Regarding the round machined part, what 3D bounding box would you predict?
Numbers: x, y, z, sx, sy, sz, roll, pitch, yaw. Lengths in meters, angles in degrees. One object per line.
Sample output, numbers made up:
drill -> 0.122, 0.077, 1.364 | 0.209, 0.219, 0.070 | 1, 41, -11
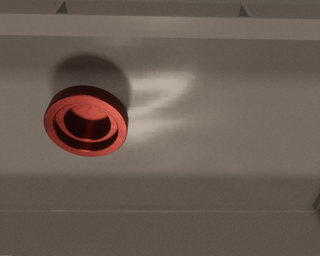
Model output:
round machined part -> -0.089, -0.013, 0.386 | 0.099, 0.042, 0.097 | 0, 130, 0
